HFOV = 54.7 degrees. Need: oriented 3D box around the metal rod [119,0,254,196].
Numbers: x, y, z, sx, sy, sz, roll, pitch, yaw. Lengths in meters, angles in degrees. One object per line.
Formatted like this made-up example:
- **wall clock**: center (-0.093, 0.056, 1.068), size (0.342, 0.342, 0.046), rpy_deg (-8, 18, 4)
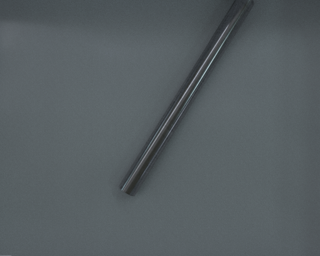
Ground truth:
- **metal rod**: center (0.035, -0.043, 0.411), size (0.025, 0.025, 0.299), rpy_deg (32, 90, -1)
